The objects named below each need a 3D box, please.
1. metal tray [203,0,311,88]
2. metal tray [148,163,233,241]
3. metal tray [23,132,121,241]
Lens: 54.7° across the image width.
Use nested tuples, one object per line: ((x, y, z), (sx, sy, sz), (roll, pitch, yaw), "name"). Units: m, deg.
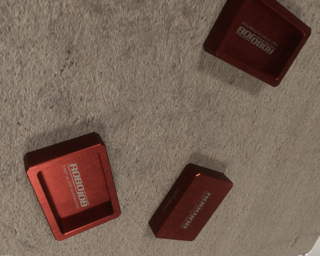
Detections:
((0.130, -0.116, 0.404), (0.131, 0.030, 0.089), (16, 110, -35), "metal tray")
((0.051, 0.126, 0.512), (0.091, 0.030, 0.129), (21, 107, -37), "metal tray")
((-0.106, 0.077, 0.394), (0.091, 0.030, 0.129), (-19, 126, -18), "metal tray")
